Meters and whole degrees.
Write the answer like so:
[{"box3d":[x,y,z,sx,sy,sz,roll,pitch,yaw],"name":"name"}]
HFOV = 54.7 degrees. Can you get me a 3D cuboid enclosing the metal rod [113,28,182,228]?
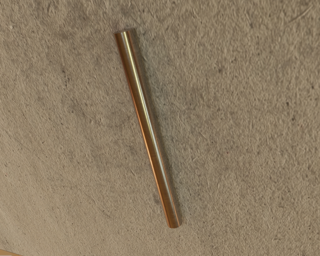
[{"box3d":[-0.010,0.018,0.423,0.025,0.025,0.298,0,119,28],"name":"metal rod"}]
